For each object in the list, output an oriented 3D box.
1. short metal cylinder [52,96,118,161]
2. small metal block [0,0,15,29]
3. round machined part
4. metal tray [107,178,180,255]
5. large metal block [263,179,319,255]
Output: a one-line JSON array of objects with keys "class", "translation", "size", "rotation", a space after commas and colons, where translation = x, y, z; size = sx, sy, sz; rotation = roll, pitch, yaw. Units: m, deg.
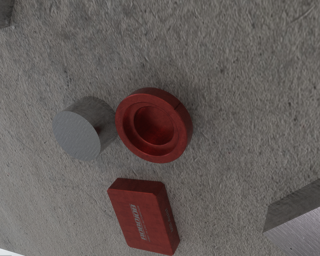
[{"class": "short metal cylinder", "translation": [-0.106, 0.001, 0.447], "size": [0.080, 0.050, 0.079], "rotation": [13, 124, 21]}, {"class": "small metal block", "translation": [-0.230, -0.171, 0.422], "size": [0.050, 0.025, 0.050], "rotation": [38, 129, 2]}, {"class": "round machined part", "translation": [-0.004, -0.007, 0.394], "size": [0.098, 0.042, 0.097], "rotation": [13, 124, 21]}, {"class": "metal tray", "translation": [-0.025, 0.145, 0.507], "size": [0.090, 0.030, 0.129], "rotation": [0, 119, 28]}, {"class": "large metal block", "translation": [0.185, 0.119, 0.367], "size": [0.080, 0.050, 0.080], "rotation": [43, 129, -1]}]
